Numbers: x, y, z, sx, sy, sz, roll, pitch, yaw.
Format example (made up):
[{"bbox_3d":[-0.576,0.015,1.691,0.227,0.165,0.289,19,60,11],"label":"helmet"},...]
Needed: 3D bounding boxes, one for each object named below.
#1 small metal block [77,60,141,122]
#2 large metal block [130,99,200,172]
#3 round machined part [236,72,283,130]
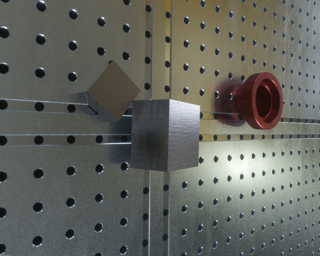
[{"bbox_3d":[-0.058,-0.042,0.360,0.050,0.025,0.050,48,62,-30],"label":"small metal block"},{"bbox_3d":[0.009,0.009,0.385,0.080,0.050,0.080,4,88,-59],"label":"large metal block"},{"bbox_3d":[0.170,-0.046,0.540,0.099,0.042,0.097,0,90,-40],"label":"round machined part"}]
